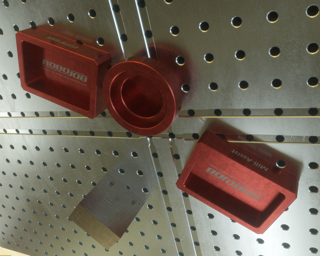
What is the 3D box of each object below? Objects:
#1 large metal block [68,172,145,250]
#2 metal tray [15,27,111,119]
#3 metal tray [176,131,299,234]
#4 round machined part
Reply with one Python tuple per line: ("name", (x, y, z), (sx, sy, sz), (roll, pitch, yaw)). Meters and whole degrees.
("large metal block", (-0.084, 0.133, 0.502), (0.080, 0.080, 0.050), (40, 129, 1))
("metal tray", (-0.135, -0.077, 0.431), (0.130, 0.030, 0.089), (22, 127, 14))
("metal tray", (0.095, 0.072, 0.401), (0.130, 0.030, 0.089), (29, 128, 9))
("round machined part", (-0.018, -0.042, 0.384), (0.098, 0.042, 0.097), (13, 124, 21))
